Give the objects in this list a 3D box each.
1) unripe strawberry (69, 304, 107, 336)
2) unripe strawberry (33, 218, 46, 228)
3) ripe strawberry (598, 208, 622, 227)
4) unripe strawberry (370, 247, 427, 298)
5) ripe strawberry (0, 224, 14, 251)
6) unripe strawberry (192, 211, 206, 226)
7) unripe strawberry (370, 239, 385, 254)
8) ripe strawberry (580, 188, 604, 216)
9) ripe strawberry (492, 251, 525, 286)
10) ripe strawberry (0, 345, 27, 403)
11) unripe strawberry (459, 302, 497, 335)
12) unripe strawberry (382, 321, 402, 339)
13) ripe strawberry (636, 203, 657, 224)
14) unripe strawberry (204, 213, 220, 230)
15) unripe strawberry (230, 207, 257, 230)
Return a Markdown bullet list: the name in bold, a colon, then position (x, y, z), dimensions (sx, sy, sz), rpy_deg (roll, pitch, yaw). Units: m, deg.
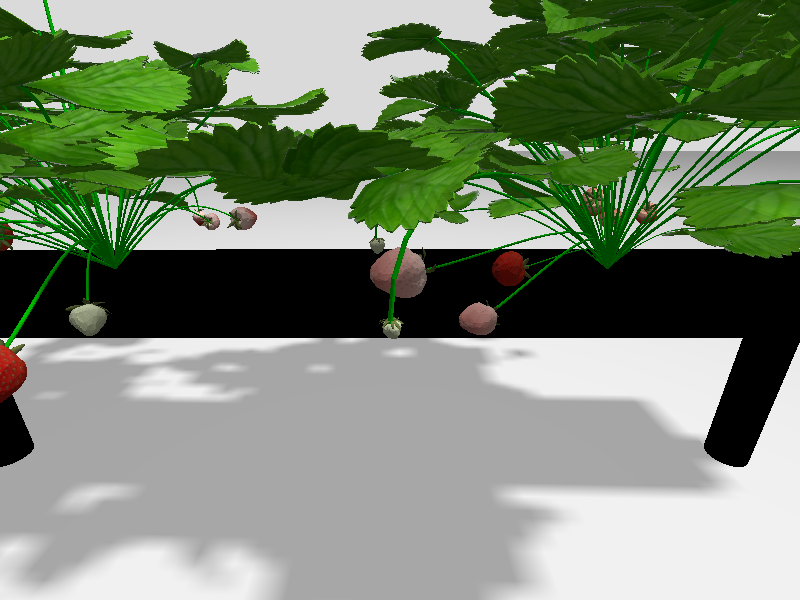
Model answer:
- **unripe strawberry**: position (-0.188, 0.013, 0.242), dimensions (0.018, 0.020, 0.019), rpy_deg (-12, -35, -27)
- **unripe strawberry**: position (-0.450, -0.097, 0.502), dimensions (0.012, 0.012, 0.013), rpy_deg (17, 28, 35)
- **ripe strawberry**: position (0.277, -0.108, 0.525), dimensions (0.029, 0.025, 0.029), rpy_deg (11, 24, 24)
- **unripe strawberry**: position (-0.003, -0.019, 0.292), dimensions (0.038, 0.038, 0.042), rpy_deg (-9, 24, -19)
- **ripe strawberry**: position (-0.418, -0.064, 0.405), dimensions (0.039, 0.033, 0.039), rpy_deg (6, 23, 16)
- **unripe strawberry**: position (-0.274, -0.112, 0.549), dimensions (0.018, 0.019, 0.018), rpy_deg (-2, 22, -4)
- **unripe strawberry**: position (-0.022, -0.053, 0.392), dimensions (0.015, 0.015, 0.014), rpy_deg (3, 22, 8)
- **ripe strawberry**: position (0.294, -0.147, 0.607), dimensions (0.040, 0.042, 0.043), rpy_deg (8, 0, 20)
- **ripe strawberry**: position (0.085, -0.025, 0.319), dimensions (0.026, 0.028, 0.024), rpy_deg (-10, 24, -22)
- **ripe strawberry**: position (-0.184, 0.035, 0.174), dimensions (0.028, 0.030, 0.030), rpy_deg (-8, 24, -19)
- **unripe strawberry**: position (0.046, 0.012, 0.238), dimensions (0.020, 0.020, 0.023), rpy_deg (-20, 30, -39)
- **unripe strawberry**: position (-0.004, 0.015, 0.203), dimensions (0.010, 0.010, 0.011), rpy_deg (-18, 28, -37)
- **ripe strawberry**: position (0.333, -0.115, 0.541), dimensions (0.025, 0.029, 0.027), rpy_deg (16, -15, 33)
- **unripe strawberry**: position (-0.240, -0.100, 0.512), dimensions (0.019, 0.022, 0.021), rpy_deg (3, 9, 7)
- **unripe strawberry**: position (-0.199, -0.105, 0.512), dimensions (0.032, 0.029, 0.029), rpy_deg (8, 23, 19)
